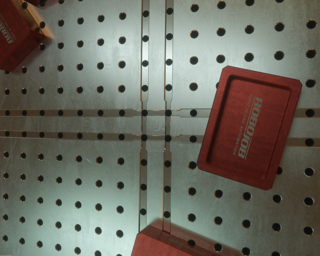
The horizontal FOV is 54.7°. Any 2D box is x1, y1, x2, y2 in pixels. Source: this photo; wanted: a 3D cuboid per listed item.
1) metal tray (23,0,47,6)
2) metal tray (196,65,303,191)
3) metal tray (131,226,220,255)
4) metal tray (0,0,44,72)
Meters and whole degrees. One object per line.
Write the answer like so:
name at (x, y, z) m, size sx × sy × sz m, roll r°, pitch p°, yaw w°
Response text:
metal tray at (-0.161, -0.254, 0.465) m, size 0.130 × 0.030 × 0.090 m, roll -17°, pitch 84°, yaw 18°
metal tray at (0.105, -0.001, 0.372) m, size 0.090 × 0.030 × 0.129 m, roll 16°, pitch 95°, yaw 18°
metal tray at (0.023, 0.195, 0.401) m, size 0.130 × 0.030 × 0.089 m, roll 18°, pitch 96°, yaw 18°
metal tray at (-0.256, -0.168, 0.497) m, size 0.090 × 0.030 × 0.130 m, roll -38°, pitch 78°, yaw 15°
